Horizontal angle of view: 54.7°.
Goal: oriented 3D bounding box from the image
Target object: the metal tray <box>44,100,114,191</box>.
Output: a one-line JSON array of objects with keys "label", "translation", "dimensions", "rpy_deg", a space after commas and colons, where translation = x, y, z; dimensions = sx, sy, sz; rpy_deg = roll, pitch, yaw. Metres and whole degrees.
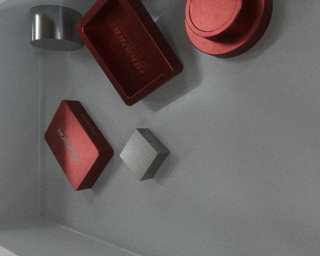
[{"label": "metal tray", "translation": [-0.139, 0.027, 0.515], "dimensions": [0.130, 0.030, 0.089], "rpy_deg": [50, 119, 28]}]

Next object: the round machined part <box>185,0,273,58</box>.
[{"label": "round machined part", "translation": [0.067, -0.129, 0.339], "dimensions": [0.098, 0.042, 0.097], "rpy_deg": [0, 90, 39]}]

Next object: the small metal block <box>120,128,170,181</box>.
[{"label": "small metal block", "translation": [-0.022, 0.035, 0.423], "dimensions": [0.050, 0.025, 0.050], "rpy_deg": [46, 117, 29]}]

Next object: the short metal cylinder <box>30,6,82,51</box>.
[{"label": "short metal cylinder", "translation": [-0.169, -0.160, 0.507], "dimensions": [0.080, 0.081, 0.050], "rpy_deg": [0, 90, 39]}]

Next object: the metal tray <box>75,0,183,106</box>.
[{"label": "metal tray", "translation": [-0.042, -0.104, 0.403], "dimensions": [0.090, 0.030, 0.130], "rpy_deg": [-31, 95, 36]}]
